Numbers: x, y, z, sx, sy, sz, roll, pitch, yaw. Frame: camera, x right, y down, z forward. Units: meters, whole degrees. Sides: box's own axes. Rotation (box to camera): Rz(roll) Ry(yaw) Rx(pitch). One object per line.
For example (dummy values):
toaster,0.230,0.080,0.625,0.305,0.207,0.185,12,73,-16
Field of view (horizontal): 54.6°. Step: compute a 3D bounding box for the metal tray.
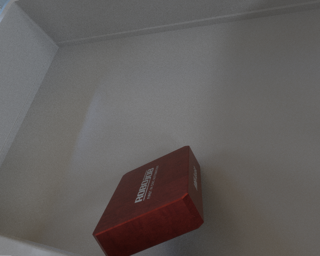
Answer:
metal tray,-0.005,0.067,0.313,0.090,0.030,0.130,-26,11,12
